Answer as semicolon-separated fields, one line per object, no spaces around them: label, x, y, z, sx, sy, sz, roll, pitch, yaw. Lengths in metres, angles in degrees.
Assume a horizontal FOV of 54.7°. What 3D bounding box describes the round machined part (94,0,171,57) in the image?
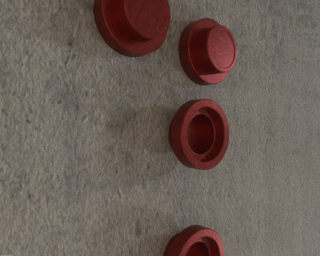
round machined part;-0.026;-0.138;0.373;0.099;0.042;0.097;0;90;-40

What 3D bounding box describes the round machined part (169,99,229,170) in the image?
round machined part;0.051;0.009;0.439;0.099;0.042;0.097;0;90;-40

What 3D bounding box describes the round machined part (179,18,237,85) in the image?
round machined part;0.078;-0.114;0.461;0.099;0.042;0.097;0;90;-40

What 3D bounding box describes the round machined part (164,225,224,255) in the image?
round machined part;0.043;0.185;0.432;0.099;0.042;0.097;0;90;-40
